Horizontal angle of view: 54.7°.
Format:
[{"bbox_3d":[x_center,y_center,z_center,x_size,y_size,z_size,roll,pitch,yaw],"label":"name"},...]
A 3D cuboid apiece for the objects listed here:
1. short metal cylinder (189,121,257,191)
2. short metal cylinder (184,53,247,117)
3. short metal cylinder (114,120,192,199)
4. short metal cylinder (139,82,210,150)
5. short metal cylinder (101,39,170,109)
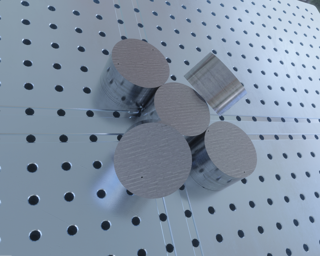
[{"bbox_3d":[0.081,0.038,0.414,0.081,0.050,0.080,14,56,-21],"label":"short metal cylinder"},{"bbox_3d":[0.080,-0.063,0.449,0.080,0.050,0.080,47,10,-10],"label":"short metal cylinder"},{"bbox_3d":[-0.008,0.032,0.343,0.081,0.050,0.079,0,95,-3],"label":"short metal cylinder"},{"bbox_3d":[0.019,-0.014,0.412,0.081,0.050,0.080,14,56,-21],"label":"short metal cylinder"},{"bbox_3d":[-0.034,-0.073,0.419,0.081,0.050,0.080,14,56,-21],"label":"short metal cylinder"}]
